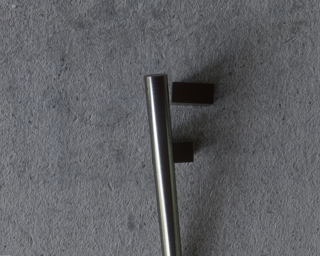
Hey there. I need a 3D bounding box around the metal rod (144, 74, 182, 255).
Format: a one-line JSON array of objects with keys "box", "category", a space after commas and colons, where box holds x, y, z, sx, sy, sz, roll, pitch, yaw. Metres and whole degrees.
[{"box": [0.008, 0.086, 0.371, 0.025, 0.025, 0.298, -5, 106, 0], "category": "metal rod"}]

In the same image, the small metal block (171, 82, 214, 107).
[{"box": [0.040, -0.042, 0.398, 0.050, 0.050, 0.025, 2, 90, -1], "category": "small metal block"}]

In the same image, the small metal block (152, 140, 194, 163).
[{"box": [0.015, 0.030, 0.398, 0.050, 0.050, 0.025, -3, 90, -1], "category": "small metal block"}]
